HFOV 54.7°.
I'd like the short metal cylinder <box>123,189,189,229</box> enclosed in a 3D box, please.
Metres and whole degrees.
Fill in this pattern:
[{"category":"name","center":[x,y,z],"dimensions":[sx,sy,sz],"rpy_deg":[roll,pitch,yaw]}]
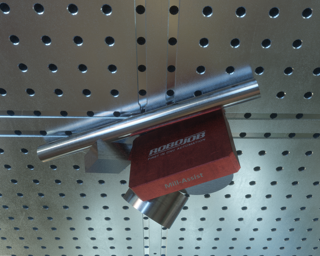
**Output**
[{"category":"short metal cylinder","center":[-0.006,0.101,0.448],"dimensions":[0.080,0.080,0.050],"rpy_deg":[39,78,-29]}]

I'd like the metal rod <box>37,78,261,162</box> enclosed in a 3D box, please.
[{"category":"metal rod","center":[-0.024,-0.006,0.402],"dimensions":[0.301,0.025,0.025],"rpy_deg":[-17,128,13]}]

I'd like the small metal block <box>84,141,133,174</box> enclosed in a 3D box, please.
[{"category":"small metal block","center":[-0.071,0.042,0.425],"dimensions":[0.050,0.025,0.050],"rpy_deg":[7,149,-31]}]

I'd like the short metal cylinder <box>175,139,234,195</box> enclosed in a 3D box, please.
[{"category":"short metal cylinder","center":[0.056,0.051,0.427],"dimensions":[0.081,0.050,0.080],"rpy_deg":[-3,139,-3]}]

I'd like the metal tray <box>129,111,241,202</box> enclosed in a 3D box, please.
[{"category":"metal tray","center":[0.027,0.032,0.392],"dimensions":[0.130,0.090,0.030],"rpy_deg":[-21,127,16]}]
